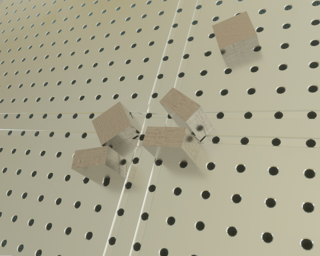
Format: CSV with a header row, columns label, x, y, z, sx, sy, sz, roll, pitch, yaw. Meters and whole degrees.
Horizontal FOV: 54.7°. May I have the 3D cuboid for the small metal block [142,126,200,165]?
label,x,y,z,sx,sy,sz,roll,pitch,yaw
small metal block,0.014,0.021,0.370,0.050,0.050,0.025,1,63,28

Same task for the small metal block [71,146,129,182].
label,x,y,z,sx,sy,sz,roll,pitch,yaw
small metal block,-0.076,0.048,0.401,0.050,0.050,0.025,-9,58,23

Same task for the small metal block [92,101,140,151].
label,x,y,z,sx,sy,sz,roll,pitch,yaw
small metal block,-0.063,-0.002,0.441,0.050,0.025,0.050,-34,52,5

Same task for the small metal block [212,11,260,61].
label,x,y,z,sx,sy,sz,roll,pitch,yaw
small metal block,0.105,-0.128,0.431,0.050,0.025,0.050,-19,54,16

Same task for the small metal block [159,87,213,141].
label,x,y,z,sx,sy,sz,roll,pitch,yaw
small metal block,0.033,-0.017,0.384,0.025,0.050,0.050,-47,52,-4
